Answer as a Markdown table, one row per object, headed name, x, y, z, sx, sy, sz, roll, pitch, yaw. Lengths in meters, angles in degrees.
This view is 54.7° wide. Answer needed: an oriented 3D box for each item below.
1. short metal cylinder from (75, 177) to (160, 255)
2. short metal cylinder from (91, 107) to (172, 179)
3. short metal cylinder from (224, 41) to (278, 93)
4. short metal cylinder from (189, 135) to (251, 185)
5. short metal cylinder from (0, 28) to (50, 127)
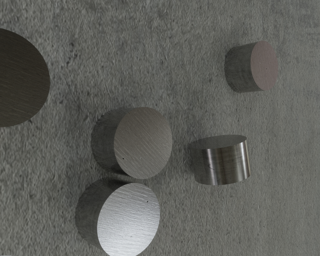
| name | x | y | z | sx | sy | sz | roll | pitch | yaw |
| --- | --- | --- | --- | --- | --- | --- | --- | --- | --- |
| short metal cylinder | -0.047 | 0.099 | 0.349 | 0.081 | 0.050 | 0.080 | 0 | 90 | -40 |
| short metal cylinder | -0.032 | 0.016 | 0.361 | 0.081 | 0.050 | 0.080 | 0 | 90 | -40 |
| short metal cylinder | 0.153 | -0.100 | 0.516 | 0.081 | 0.050 | 0.080 | 0 | 90 | -40 |
| short metal cylinder | 0.085 | 0.043 | 0.440 | 0.081 | 0.080 | 0.050 | -17 | 101 | -39 |
| short metal cylinder | -0.144 | -0.040 | 0.267 | 0.081 | 0.050 | 0.080 | 0 | 90 | -40 |
